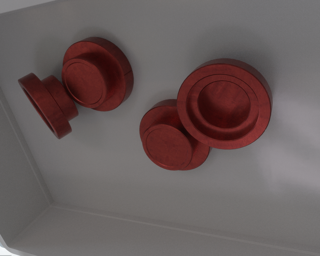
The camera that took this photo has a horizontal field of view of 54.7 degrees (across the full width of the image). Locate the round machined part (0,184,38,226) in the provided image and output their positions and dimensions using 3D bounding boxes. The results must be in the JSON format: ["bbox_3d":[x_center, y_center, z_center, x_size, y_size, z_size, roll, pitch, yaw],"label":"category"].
[{"bbox_3d":[-0.321,0.173,0.677,0.098,0.042,0.097,13,124,21],"label":"round machined part"}]

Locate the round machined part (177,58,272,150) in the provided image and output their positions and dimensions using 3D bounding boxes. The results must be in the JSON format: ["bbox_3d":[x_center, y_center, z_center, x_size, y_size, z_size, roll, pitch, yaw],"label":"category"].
[{"bbox_3d":[0.072,-0.029,0.339,0.098,0.042,0.097,10,120,19],"label":"round machined part"}]

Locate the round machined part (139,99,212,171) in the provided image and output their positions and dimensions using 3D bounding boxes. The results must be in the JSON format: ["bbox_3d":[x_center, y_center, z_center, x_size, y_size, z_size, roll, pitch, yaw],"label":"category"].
[{"bbox_3d":[0.017,0.016,0.399,0.098,0.042,0.097,13,124,21],"label":"round machined part"}]

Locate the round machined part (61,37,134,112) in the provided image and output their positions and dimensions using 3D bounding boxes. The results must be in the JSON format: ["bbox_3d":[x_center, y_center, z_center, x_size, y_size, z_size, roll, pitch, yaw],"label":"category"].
[{"bbox_3d":[-0.087,-0.065,0.404,0.098,0.042,0.097,13,124,21],"label":"round machined part"}]

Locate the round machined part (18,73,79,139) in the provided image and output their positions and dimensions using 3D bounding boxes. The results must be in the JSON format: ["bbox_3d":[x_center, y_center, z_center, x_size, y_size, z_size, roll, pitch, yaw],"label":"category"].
[{"bbox_3d":[-0.152,-0.035,0.437,0.098,0.042,0.098,45,158,24],"label":"round machined part"}]
